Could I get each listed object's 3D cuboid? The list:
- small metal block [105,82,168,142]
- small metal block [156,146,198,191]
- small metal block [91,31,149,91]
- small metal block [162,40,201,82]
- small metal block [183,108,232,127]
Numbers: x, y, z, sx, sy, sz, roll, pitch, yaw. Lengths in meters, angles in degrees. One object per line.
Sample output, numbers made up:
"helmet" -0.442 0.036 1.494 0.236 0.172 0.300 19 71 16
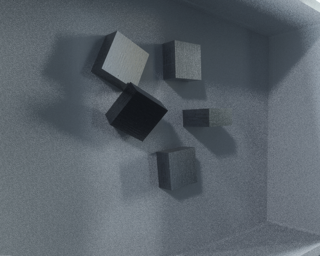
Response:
"small metal block" -0.028 -0.018 0.370 0.050 0.025 0.050 31 104 -36
"small metal block" 0.024 0.054 0.429 0.050 0.025 0.050 -8 95 -40
"small metal block" -0.047 -0.078 0.369 0.050 0.025 0.050 30 71 -36
"small metal block" 0.031 -0.092 0.435 0.050 0.025 0.050 -3 92 -40
"small metal block" 0.069 -0.015 0.451 0.050 0.050 0.025 -4 93 -40
